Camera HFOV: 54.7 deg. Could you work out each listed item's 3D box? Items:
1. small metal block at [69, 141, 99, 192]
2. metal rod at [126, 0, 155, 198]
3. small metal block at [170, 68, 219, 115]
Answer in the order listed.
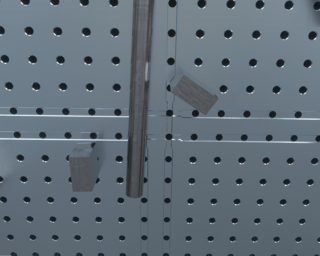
[{"bbox_3d":[-0.101,0.051,0.418,0.025,0.050,0.050,-1,110,0],"label":"small metal block"},{"bbox_3d":[-0.026,-0.045,0.396,0.025,0.025,0.298,4,110,-2],"label":"metal rod"},{"bbox_3d":[0.041,-0.046,0.383,0.050,0.050,0.025,32,107,-11],"label":"small metal block"}]
